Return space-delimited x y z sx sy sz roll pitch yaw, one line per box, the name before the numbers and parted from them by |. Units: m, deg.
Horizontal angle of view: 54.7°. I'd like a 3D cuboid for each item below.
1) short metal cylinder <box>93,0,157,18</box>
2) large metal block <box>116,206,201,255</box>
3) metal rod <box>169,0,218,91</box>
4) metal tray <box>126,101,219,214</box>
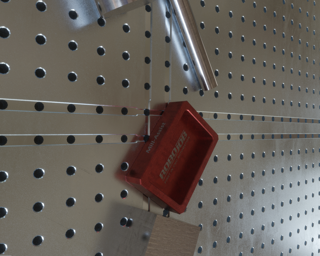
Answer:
short metal cylinder | -0.038 -0.160 0.341 0.081 0.080 0.050 -32 110 -36
large metal block | -0.003 0.152 0.391 0.080 0.050 0.080 28 73 -37
metal rod | 0.020 -0.192 0.425 0.025 0.025 0.299 -36 113 -34
metal tray | 0.022 0.039 0.424 0.090 0.030 0.130 44 64 -31
